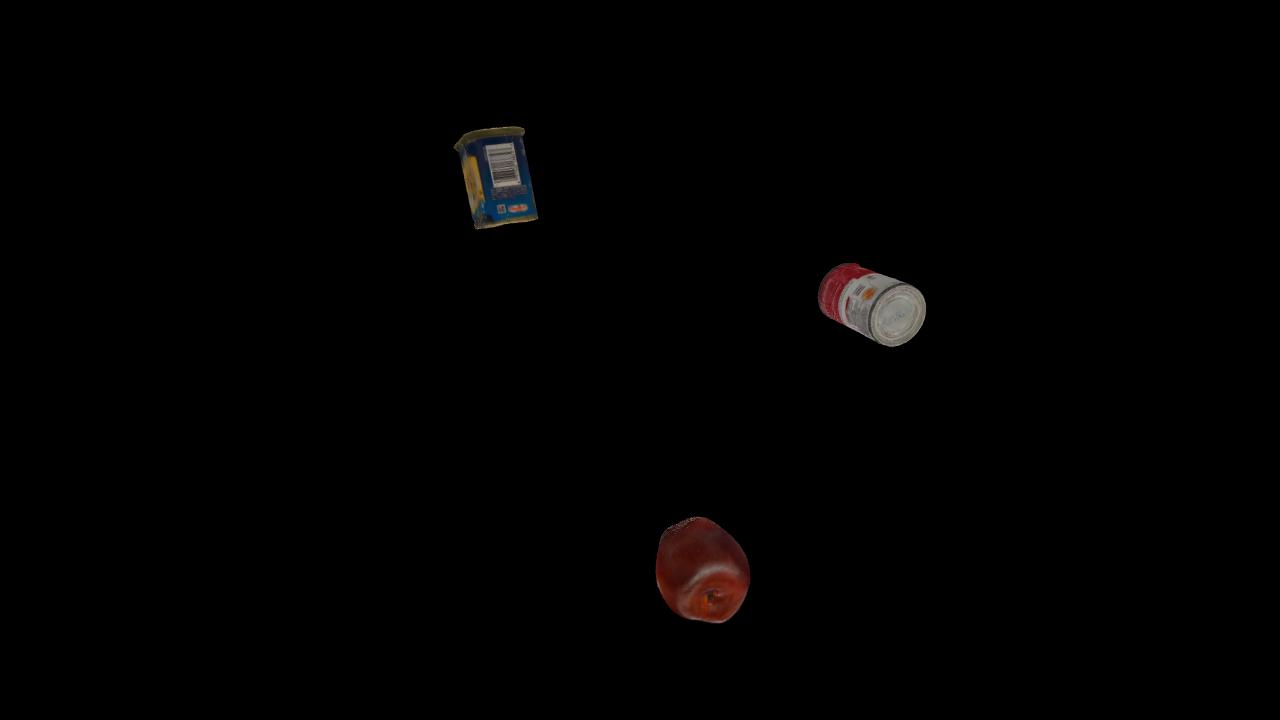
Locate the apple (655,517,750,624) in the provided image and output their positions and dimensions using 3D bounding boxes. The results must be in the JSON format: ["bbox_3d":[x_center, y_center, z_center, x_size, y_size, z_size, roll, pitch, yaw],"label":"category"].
[{"bbox_3d":[0.051,0.174,0.517,0.079,0.079,0.093,0,15,-10],"label":"apple"}]

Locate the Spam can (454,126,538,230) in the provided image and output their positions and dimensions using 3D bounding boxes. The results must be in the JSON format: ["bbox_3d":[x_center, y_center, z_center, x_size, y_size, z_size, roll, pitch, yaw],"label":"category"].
[{"bbox_3d":[-0.142,-0.176,0.607,0.058,0.085,0.101,-14,14,-21],"label":"Spam can"}]

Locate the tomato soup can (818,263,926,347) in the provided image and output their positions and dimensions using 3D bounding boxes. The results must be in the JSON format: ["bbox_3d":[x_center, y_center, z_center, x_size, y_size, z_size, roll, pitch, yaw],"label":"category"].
[{"bbox_3d":[0.246,-0.061,0.660,0.068,0.068,0.101,0,20,-15],"label":"tomato soup can"}]
